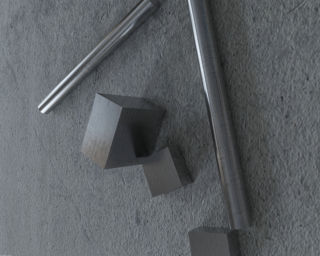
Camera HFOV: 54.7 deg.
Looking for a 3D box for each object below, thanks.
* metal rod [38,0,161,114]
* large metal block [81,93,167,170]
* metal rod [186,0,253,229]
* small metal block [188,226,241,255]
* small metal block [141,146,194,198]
[{"bbox_3d":[-0.112,-0.103,0.494,0.299,0.025,0.025,-32,70,35],"label":"metal rod"},{"bbox_3d":[-0.047,0.003,0.405,0.050,0.081,0.079,29,108,36],"label":"large metal block"},{"bbox_3d":[0.062,-0.040,0.351,0.025,0.025,0.298,-15,80,38],"label":"metal rod"},{"bbox_3d":[0.063,0.141,0.352,0.050,0.025,0.050,-12,82,39],"label":"small metal block"},{"bbox_3d":[0.008,0.056,0.396,0.050,0.025,0.050,-31,71,35],"label":"small metal block"}]
